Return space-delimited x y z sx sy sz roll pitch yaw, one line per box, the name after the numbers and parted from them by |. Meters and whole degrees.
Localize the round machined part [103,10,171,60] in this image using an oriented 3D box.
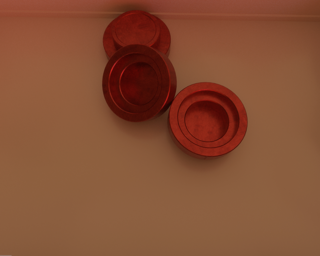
-0.033 -0.130 0.448 0.099 0.042 0.098 0 70 0 | round machined part

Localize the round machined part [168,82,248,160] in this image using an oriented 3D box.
0.059 -0.006 0.401 0.099 0.042 0.098 1 73 -4 | round machined part

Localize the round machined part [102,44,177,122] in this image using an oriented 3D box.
-0.023 -0.057 0.405 0.098 0.042 0.097 2 95 25 | round machined part
